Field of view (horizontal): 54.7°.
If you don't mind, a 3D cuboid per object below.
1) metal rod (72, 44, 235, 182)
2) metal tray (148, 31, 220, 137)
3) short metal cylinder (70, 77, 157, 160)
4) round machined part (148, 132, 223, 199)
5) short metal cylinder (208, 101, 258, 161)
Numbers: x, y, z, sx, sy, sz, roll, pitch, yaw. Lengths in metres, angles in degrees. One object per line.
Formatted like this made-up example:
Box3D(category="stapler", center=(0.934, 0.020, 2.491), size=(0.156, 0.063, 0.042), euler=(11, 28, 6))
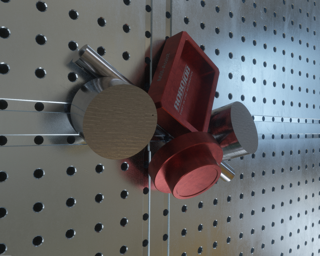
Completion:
Box3D(category="metal rod", center=(0.012, -0.003, 0.419), size=(0.301, 0.025, 0.025), euler=(38, 67, -33))
Box3D(category="metal tray", center=(0.034, -0.053, 0.415), size=(0.090, 0.030, 0.130), euler=(39, 53, -33))
Box3D(category="short metal cylinder", center=(-0.050, -0.012, 0.335), size=(0.081, 0.050, 0.079), euler=(-10, 111, -27))
Box3D(category="round machined part", center=(0.038, 0.054, 0.395), size=(0.099, 0.042, 0.097), euler=(-18, 140, -15))
Box3D(category="short metal cylinder", center=(0.105, 0.006, 0.465), size=(0.080, 0.050, 0.080), euler=(25, 55, -42))
